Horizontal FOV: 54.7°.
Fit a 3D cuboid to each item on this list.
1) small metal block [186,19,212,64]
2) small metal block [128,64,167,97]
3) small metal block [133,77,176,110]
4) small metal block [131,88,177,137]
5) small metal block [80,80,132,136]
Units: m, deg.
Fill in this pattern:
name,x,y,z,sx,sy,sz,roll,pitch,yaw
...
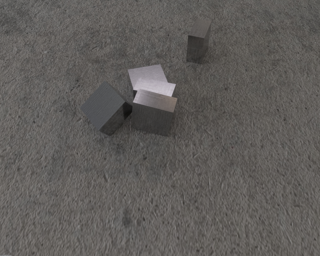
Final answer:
name,x,y,z,sx,sy,sz,roll,pitch,yaw
small metal block,0.063,-0.141,0.506,0.025,0.050,0.050,15,52,12
small metal block,-0.018,-0.065,0.458,0.050,0.025,0.050,-11,51,-10
small metal block,-0.007,-0.037,0.418,0.050,0.050,0.025,12,52,10
small metal block,-0.009,-0.019,0.399,0.050,0.050,0.025,15,52,2
small metal block,-0.070,-0.026,0.410,0.050,0.025,0.050,-47,59,4
